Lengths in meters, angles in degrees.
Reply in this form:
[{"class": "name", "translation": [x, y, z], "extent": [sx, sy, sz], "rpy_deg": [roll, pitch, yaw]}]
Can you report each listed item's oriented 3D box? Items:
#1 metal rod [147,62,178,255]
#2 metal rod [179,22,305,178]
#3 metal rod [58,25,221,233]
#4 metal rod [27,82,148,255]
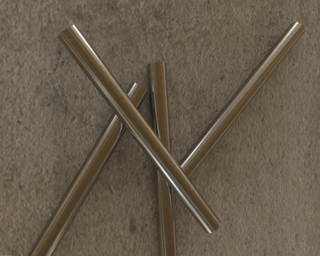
[{"class": "metal rod", "translation": [0.005, 0.064, 0.411], "extent": [0.025, 0.025, 0.298], "rpy_deg": [-4, 92, -20]}, {"class": "metal rod", "translation": [0.123, -0.047, 0.456], "extent": [0.025, 0.025, 0.300], "rpy_deg": [44, 76, -15]}, {"class": "metal rod", "translation": [-0.017, 0.011, 0.375], "extent": [0.025, 0.025, 0.299], "rpy_deg": [-40, 103, -16]}, {"class": "metal rod", "translation": [-0.098, 0.076, 0.373], "extent": [0.025, 0.025, 0.300], "rpy_deg": [33, 79, -18]}]
